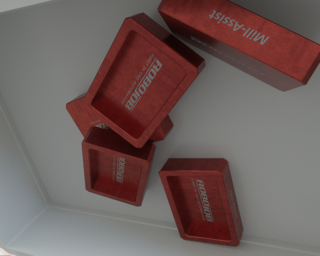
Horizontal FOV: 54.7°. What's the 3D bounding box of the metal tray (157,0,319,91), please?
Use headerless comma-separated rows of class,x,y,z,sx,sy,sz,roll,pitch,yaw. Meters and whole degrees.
metal tray,0.068,-0.079,0.279,0.130,0.090,0.030,30,98,8

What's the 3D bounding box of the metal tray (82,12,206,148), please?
metal tray,-0.023,-0.048,0.347,0.090,0.030,0.129,38,126,0

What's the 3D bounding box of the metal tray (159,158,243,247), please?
metal tray,0.060,0.105,0.437,0.090,0.030,0.129,-3,117,29

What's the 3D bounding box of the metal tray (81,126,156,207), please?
metal tray,-0.060,0.059,0.441,0.090,0.030,0.129,16,140,3

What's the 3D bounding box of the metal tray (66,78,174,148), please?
metal tray,-0.058,-0.016,0.424,0.130,0.030,0.090,-16,111,34
